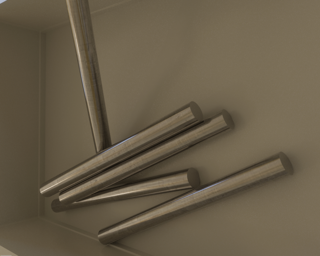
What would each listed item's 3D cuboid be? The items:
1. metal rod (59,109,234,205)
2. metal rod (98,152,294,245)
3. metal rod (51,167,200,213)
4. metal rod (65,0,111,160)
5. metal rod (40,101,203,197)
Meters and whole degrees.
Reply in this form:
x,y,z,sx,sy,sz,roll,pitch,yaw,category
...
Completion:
x,y,z,sx,sy,sz,roll,pitch,yaw,category
-0.038,0.051,0.420,0.299,0.025,0.025,-28,73,31,metal rod
0.020,0.100,0.388,0.299,0.025,0.025,-32,70,35,metal rod
-0.072,0.099,0.463,0.299,0.025,0.025,-20,78,38,metal rod
-0.089,-0.068,0.397,0.025,0.025,0.298,23,130,37,metal rod
-0.072,0.041,0.426,0.299,0.025,0.025,-28,73,31,metal rod
